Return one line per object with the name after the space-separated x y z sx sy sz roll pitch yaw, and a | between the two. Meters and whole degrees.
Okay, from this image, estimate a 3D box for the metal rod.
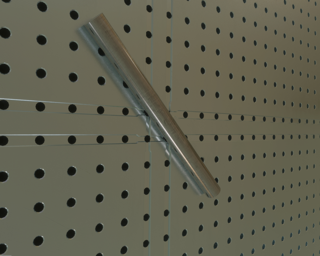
0.004 -0.012 0.411 0.025 0.025 0.300 -50 120 -28 | metal rod
